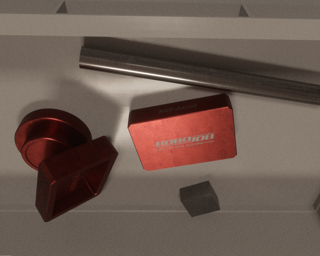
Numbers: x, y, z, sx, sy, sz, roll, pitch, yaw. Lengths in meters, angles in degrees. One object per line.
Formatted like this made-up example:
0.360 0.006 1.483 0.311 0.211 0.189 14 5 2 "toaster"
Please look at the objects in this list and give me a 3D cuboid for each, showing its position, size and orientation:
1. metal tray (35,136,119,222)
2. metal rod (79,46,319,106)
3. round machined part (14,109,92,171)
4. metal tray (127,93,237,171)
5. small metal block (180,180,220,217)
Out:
-0.114 0.070 0.413 0.091 0.030 0.129 -24 157 -36 "metal tray"
0.062 -0.058 0.360 0.302 0.025 0.025 8 130 -7 "metal rod"
-0.145 0.025 0.417 0.099 0.042 0.097 -1 130 0 "round machined part"
0.032 0.009 0.414 0.131 0.030 0.090 -10 130 8 "metal tray"
0.066 0.118 0.510 0.050 0.025 0.050 -19 128 15 "small metal block"
